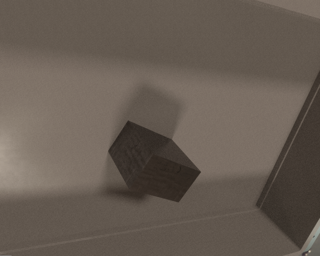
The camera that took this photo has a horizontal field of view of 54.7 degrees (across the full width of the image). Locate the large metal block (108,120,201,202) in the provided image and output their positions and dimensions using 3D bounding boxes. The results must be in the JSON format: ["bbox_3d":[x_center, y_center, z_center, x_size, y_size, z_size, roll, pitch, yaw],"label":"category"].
[{"bbox_3d":[-0.009,0.043,0.396,0.080,0.080,0.050,25,105,-37],"label":"large metal block"}]
